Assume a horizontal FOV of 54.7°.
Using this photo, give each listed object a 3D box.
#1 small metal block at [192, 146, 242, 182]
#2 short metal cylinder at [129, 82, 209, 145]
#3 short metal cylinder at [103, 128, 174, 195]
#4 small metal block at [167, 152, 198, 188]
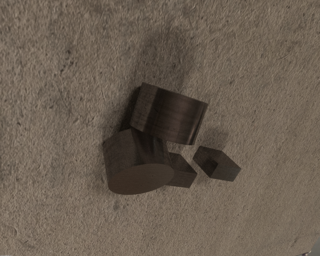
[{"bbox_3d":[0.087,0.055,0.474,0.050,0.050,0.025,15,111,-35],"label":"small metal block"},{"bbox_3d":[0.010,-0.017,0.362,0.081,0.080,0.050,13,99,-34],"label":"short metal cylinder"},{"bbox_3d":[-0.027,0.043,0.385,0.081,0.050,0.080,-11,147,-7],"label":"short metal cylinder"},{"bbox_3d":[0.016,0.057,0.437,0.050,0.050,0.025,15,111,-35],"label":"small metal block"}]
